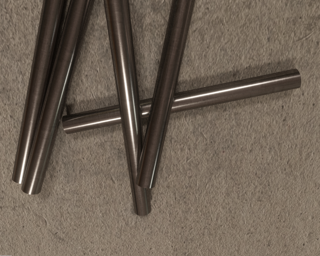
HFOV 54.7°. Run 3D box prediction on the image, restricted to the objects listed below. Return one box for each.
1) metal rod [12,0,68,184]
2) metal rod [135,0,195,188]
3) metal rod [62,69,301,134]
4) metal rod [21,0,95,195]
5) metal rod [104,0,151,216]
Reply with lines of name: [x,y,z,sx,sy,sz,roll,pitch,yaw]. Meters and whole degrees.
metal rod: [-0.148,-0.063,0.384,0.025,0.025,0.298,17,109,-7]
metal rod: [0.011,-0.071,0.363,0.025,0.025,0.298,11,102,-5]
metal rod: [0.024,-0.033,0.397,0.302,0.025,0.025,-11,110,3]
metal rod: [-0.124,-0.051,0.380,0.025,0.025,0.298,19,106,-7]
metal rod: [-0.035,-0.008,0.379,0.025,0.025,0.298,-4,121,1]
